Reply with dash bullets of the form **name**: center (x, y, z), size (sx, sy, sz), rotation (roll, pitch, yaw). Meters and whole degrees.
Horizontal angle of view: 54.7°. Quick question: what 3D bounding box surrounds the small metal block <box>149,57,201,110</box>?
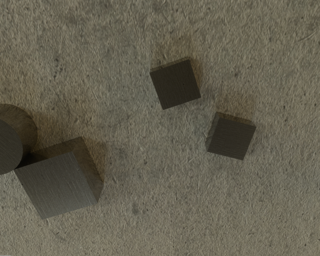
- **small metal block**: center (0.019, -0.056, 0.389), size (0.050, 0.025, 0.050), rotation (-18, 109, 6)

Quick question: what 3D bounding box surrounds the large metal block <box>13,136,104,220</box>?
- **large metal block**: center (-0.133, 0.067, 0.420), size (0.080, 0.050, 0.080), rotation (-18, 109, 6)

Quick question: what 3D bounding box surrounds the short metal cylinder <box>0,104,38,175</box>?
- **short metal cylinder**: center (-0.207, 0.014, 0.399), size (0.081, 0.050, 0.079), rotation (0, 110, 0)

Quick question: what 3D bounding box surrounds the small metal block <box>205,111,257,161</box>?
- **small metal block**: center (0.093, 0.011, 0.415), size (0.050, 0.025, 0.050), rotation (14, 109, -6)
